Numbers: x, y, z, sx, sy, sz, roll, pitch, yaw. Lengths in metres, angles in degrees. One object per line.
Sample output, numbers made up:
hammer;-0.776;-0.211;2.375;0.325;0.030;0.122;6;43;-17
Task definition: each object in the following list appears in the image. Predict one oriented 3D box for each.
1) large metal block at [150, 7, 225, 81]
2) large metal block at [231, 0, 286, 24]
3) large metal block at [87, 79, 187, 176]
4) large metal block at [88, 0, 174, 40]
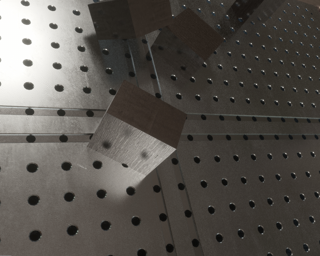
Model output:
large metal block;0.046;-0.137;0.503;0.080;0.050;0.080;41;51;-1
large metal block;0.215;-0.272;0.658;0.081;0.080;0.050;-18;72;-35
large metal block;-0.028;0.003;0.357;0.080;0.080;0.050;28;52;-11
large metal block;-0.041;-0.163;0.444;0.081;0.080;0.050;-37;125;-39
